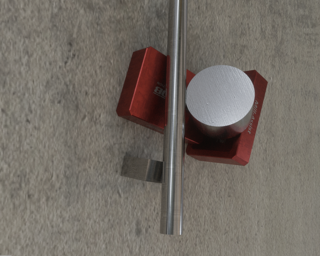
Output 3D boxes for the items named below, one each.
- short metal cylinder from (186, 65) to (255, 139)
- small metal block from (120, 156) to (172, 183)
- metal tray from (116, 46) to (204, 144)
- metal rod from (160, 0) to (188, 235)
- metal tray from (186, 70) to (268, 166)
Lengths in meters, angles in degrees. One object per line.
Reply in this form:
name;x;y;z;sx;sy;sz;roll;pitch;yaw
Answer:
short metal cylinder;0.076;-0.031;0.388;0.050;0.080;0.080;54;51;-66
small metal block;-0.012;0.052;0.381;0.050;0.050;0.025;16;80;-39
metal tray;0.013;-0.039;0.415;0.131;0.030;0.090;23;75;-38
metal rod;0.019;-0.030;0.373;0.025;0.025;0.299;14;72;-40
metal tray;0.095;-0.015;0.446;0.030;0.090;0.130;29;72;-37
